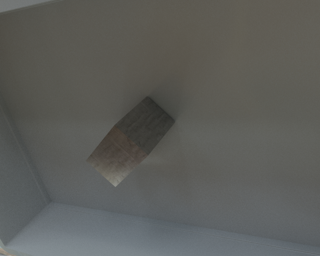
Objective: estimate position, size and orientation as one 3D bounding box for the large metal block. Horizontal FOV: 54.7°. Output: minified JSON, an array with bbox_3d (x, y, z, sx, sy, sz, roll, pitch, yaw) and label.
[{"bbox_3d":[-0.037,0.017,0.397,0.050,0.080,0.080,43,129,-2],"label":"large metal block"}]
